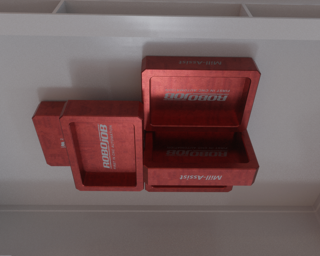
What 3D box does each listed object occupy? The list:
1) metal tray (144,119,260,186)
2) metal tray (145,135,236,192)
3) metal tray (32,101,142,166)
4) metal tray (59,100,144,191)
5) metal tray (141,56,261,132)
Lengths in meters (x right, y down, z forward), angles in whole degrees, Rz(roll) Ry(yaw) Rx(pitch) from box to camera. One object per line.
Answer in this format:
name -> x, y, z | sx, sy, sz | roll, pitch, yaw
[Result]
metal tray -> 0.047, 0.028, 0.387 | 0.131, 0.090, 0.030 | 1, 130, -1
metal tray -> 0.044, 0.054, 0.450 | 0.131, 0.030, 0.089 | 0, 130, -1
metal tray -> -0.089, 0.010, 0.409 | 0.131, 0.030, 0.089 | 0, 130, -1
metal tray -> -0.065, 0.027, 0.385 | 0.091, 0.030, 0.129 | 1, 130, -1
metal tray -> 0.044, -0.038, 0.372 | 0.131, 0.030, 0.089 | 0, 130, -1
